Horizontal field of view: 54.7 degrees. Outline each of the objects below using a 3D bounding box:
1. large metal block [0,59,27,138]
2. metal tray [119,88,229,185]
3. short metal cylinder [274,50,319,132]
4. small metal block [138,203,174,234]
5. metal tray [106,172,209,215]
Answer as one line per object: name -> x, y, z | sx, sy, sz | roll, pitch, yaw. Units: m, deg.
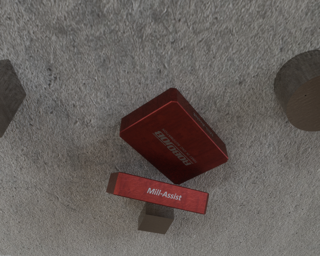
large metal block -> -0.210, -0.030, 0.343 | 0.080, 0.080, 0.050 | -6, 130, 5
metal tray -> 0.021, 0.017, 0.419 | 0.090, 0.030, 0.130 | -30, 124, 23
short metal cylinder -> 0.179, -0.042, 0.357 | 0.081, 0.050, 0.079 | 0, 130, 0
small metal block -> -0.008, 0.159, 0.542 | 0.050, 0.025, 0.050 | 13, 129, -12
metal tray -> -0.007, 0.095, 0.452 | 0.131, 0.030, 0.090 | 16, 167, -14
